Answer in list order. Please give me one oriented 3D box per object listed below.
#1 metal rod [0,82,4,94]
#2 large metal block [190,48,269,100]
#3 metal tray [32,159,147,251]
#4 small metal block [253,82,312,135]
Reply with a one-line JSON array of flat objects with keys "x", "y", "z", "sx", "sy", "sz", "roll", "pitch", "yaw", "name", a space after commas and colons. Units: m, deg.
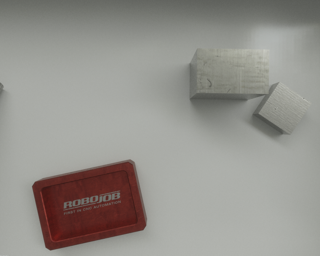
[{"x": -0.256, "y": 0.069, "z": 0.343, "sx": 0.025, "sy": 0.025, "sz": 0.300, "roll": 16, "pitch": 63, "yaw": 0, "name": "metal rod"}, {"x": 0.081, "y": -0.064, "z": 0.385, "sx": 0.081, "sy": 0.080, "sz": 0.050, "roll": 1, "pitch": 90, "yaw": -1, "name": "large metal block"}, {"x": -0.090, "y": 0.099, "z": 0.407, "sx": 0.131, "sy": 0.030, "sz": 0.089, "roll": -12, "pitch": 90, "yaw": -1, "name": "metal tray"}, {"x": 0.162, "y": -0.026, "z": 0.414, "sx": 0.050, "sy": 0.025, "sz": 0.050, "roll": 34, "pitch": 90, "yaw": -1, "name": "small metal block"}]
